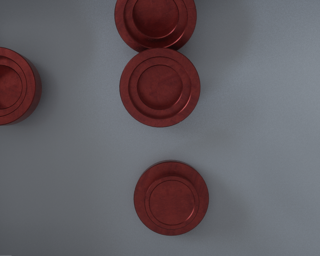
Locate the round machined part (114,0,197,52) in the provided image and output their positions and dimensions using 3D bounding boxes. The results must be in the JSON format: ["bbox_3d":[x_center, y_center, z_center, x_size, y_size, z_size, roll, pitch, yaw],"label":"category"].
[{"bbox_3d":[-0.005,-0.143,0.387,0.099,0.042,0.097,0,128,0],"label":"round machined part"}]

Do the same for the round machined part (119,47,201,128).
[{"bbox_3d":[0.000,-0.053,0.395,0.099,0.042,0.097,0,104,-1],"label":"round machined part"}]

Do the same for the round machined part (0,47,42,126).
[{"bbox_3d":[-0.202,-0.051,0.401,0.099,0.042,0.097,0,90,0],"label":"round machined part"}]

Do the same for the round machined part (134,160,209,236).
[{"bbox_3d":[0.015,0.092,0.403,0.099,0.042,0.097,0,90,0],"label":"round machined part"}]
